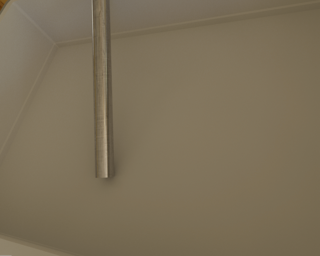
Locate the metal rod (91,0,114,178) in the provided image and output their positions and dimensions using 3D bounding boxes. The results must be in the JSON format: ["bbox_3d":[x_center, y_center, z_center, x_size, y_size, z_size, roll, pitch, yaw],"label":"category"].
[{"bbox_3d":[-0.079,-0.084,0.422,0.025,0.025,0.299,-5,84,26],"label":"metal rod"}]
